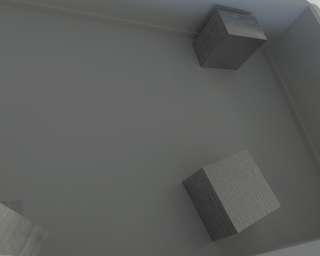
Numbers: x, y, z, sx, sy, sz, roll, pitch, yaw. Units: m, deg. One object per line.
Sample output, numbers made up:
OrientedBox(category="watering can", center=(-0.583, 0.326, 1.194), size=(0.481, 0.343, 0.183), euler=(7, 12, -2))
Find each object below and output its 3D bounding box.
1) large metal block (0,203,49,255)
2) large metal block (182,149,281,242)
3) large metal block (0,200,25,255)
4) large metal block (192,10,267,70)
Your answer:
OrientedBox(category="large metal block", center=(-0.119, 0.056, 0.149), size=(0.080, 0.080, 0.050), euler=(51, 42, -34))
OrientedBox(category="large metal block", center=(0.088, 0.082, 0.387), size=(0.081, 0.050, 0.080), euler=(-16, 70, -34))
OrientedBox(category="large metal block", center=(-0.149, 0.094, 0.233), size=(0.081, 0.080, 0.050), euler=(1, 62, -28))
OrientedBox(category="large metal block", center=(0.114, -0.144, 0.519), size=(0.081, 0.080, 0.050), euler=(-2, 63, -29))
